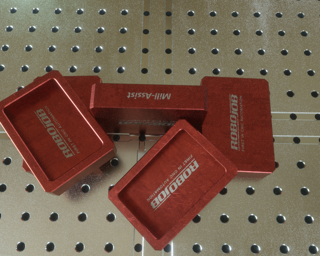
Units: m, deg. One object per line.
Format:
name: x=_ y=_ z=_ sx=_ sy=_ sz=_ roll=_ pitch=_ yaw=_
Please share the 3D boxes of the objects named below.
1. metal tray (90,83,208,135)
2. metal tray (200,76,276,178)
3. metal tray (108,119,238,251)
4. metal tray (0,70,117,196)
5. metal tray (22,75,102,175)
metal tray: x=-0.012 y=-0.020 z=0.383 sx=0.131 sy=0.090 sz=0.030 roll=1 pitch=70 yaw=0
metal tray: x=0.098 y=-0.003 z=0.410 sx=0.091 sy=0.030 sz=0.130 roll=3 pitch=70 yaw=0
metal tray: x=0.015 y=0.065 z=0.366 sx=0.130 sy=0.030 sz=0.090 roll=-46 pitch=77 yaw=2
metal tray: x=-0.125 y=0.003 z=0.373 sx=0.090 sy=0.030 sz=0.130 roll=-36 pitch=75 yaw=-13
metal tray: x=-0.123 y=-0.005 z=0.409 sx=0.091 sy=0.030 sz=0.129 roll=-1 pitch=71 yaw=-1
